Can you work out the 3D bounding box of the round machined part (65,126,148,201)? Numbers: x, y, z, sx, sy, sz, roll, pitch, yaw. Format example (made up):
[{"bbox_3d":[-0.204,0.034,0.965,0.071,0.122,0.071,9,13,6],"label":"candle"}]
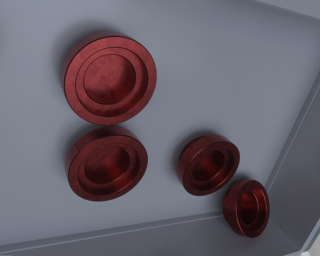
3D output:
[{"bbox_3d":[-0.068,0.040,0.386,0.099,0.042,0.097,-14,125,-21],"label":"round machined part"}]

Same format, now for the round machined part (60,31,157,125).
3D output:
[{"bbox_3d":[-0.057,-0.055,0.334,0.099,0.042,0.097,-14,125,-21],"label":"round machined part"}]

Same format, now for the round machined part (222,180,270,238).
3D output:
[{"bbox_3d":[0.149,0.141,0.549,0.099,0.042,0.097,7,80,-39],"label":"round machined part"}]

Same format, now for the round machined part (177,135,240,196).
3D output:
[{"bbox_3d":[0.068,0.052,0.469,0.099,0.042,0.097,-14,125,-21],"label":"round machined part"}]
